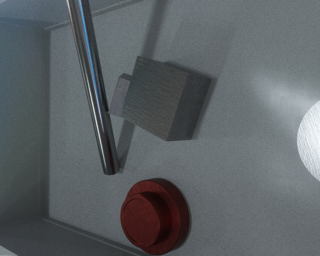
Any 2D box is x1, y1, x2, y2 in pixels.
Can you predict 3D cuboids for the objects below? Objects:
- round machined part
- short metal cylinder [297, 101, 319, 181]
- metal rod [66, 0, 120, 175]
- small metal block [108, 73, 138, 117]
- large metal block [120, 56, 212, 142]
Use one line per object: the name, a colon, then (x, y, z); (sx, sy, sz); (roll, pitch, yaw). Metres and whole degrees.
round machined part: (-0.014, 0.117, 0.405); (0.098, 0.042, 0.097); (0, 90, 39)
short metal cylinder: (0.163, 0.010, 0.256); (0.080, 0.050, 0.079); (0, 90, 39)
metal rod: (-0.086, -0.066, 0.395); (0.025, 0.025, 0.298); (20, 128, 38)
small metal block: (-0.048, -0.045, 0.426); (0.025, 0.050, 0.050); (18, 106, -5)
large metal block: (0.006, -0.037, 0.384); (0.080, 0.050, 0.079); (27, 107, 35)
